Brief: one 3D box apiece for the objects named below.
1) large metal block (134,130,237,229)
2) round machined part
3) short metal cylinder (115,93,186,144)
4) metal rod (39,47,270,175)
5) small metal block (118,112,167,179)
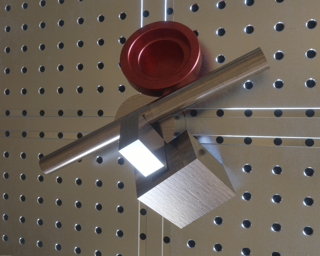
[{"bbox_3d":[0.028,0.062,0.364,0.080,0.050,0.080,-37,123,16],"label":"large metal block"},{"bbox_3d":[0.003,-0.082,0.389,0.098,0.042,0.098,-5,67,11],"label":"round machined part"},{"bbox_3d":[-0.012,-0.003,0.402,0.080,0.050,0.079,0,90,19],"label":"short metal cylinder"},{"bbox_3d":[-0.021,-0.011,0.365,0.300,0.025,0.025,-25,82,17],"label":"metal rod"},{"bbox_3d":[-0.019,0.019,0.340,0.025,0.050,0.050,-31,122,17],"label":"small metal block"}]
